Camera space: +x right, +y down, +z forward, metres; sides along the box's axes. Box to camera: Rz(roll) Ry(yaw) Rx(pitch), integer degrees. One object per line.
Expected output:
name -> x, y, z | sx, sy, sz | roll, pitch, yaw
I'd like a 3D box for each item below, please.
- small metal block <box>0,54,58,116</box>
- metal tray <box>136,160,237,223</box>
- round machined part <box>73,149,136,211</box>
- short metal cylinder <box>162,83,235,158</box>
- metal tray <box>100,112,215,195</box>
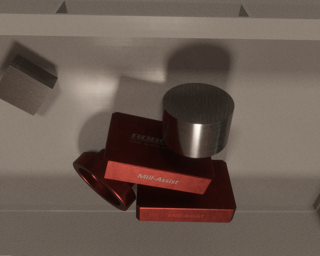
small metal block -> -0.158, -0.049, 0.365 | 0.050, 0.025, 0.050 | 32, 123, -25
metal tray -> 0.034, 0.086, 0.440 | 0.131, 0.090, 0.030 | 2, 130, -2
round machined part -> -0.071, 0.067, 0.433 | 0.098, 0.042, 0.098 | 32, 153, 19
short metal cylinder -> 0.043, -0.011, 0.365 | 0.081, 0.080, 0.050 | 0, 130, -1
metal tray -> -0.002, 0.030, 0.391 | 0.131, 0.090, 0.030 | 12, 129, -10
